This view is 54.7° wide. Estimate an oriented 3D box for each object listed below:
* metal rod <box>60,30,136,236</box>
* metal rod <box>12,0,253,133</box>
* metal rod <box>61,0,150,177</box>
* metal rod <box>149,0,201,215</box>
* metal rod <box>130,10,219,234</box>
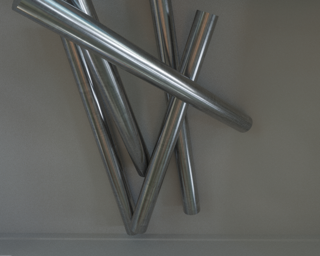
[{"bbox_3d":[-0.073,0.018,0.416,0.025,0.025,0.298,-13,110,4],"label":"metal rod"},{"bbox_3d":[0.008,-0.049,0.314,0.302,0.025,0.025,23,112,-41],"label":"metal rod"},{"bbox_3d":[-0.050,-0.041,0.328,0.025,0.025,0.299,-13,136,4],"label":"metal rod"},{"bbox_3d":[0.023,-0.017,0.405,0.025,0.025,0.298,-9,110,3],"label":"metal rod"},{"bbox_3d":[0.010,0.009,0.387,0.025,0.025,0.298,15,111,-6],"label":"metal rod"}]
